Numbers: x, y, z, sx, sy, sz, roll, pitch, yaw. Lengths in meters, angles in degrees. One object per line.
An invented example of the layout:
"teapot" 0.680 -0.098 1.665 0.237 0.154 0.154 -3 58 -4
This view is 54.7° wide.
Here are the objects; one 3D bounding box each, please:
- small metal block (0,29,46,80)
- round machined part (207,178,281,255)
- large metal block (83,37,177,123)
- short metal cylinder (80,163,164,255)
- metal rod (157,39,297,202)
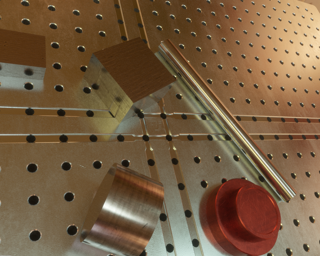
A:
"small metal block" -0.166 -0.088 0.373 0.050 0.025 0.050 3 61 -27
"round machined part" 0.112 0.110 0.393 0.099 0.042 0.098 14 56 -21
"large metal block" -0.040 -0.065 0.412 0.081 0.050 0.080 -33 81 -38
"short metal cylinder" -0.037 0.081 0.305 0.050 0.080 0.080 26 52 -13
"metal rod" 0.098 -0.016 0.472 0.025 0.025 0.300 -32 80 -38
